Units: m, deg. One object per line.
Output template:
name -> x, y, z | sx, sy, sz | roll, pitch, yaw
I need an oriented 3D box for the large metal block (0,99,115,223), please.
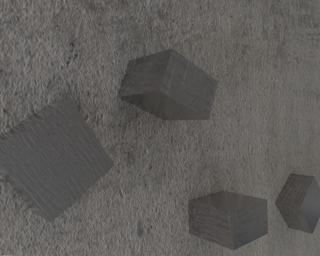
large metal block -> -0.106, 0.029, 0.300 | 0.080, 0.050, 0.080 | -43, 116, -31

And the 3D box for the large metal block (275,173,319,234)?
large metal block -> 0.286, 0.151, 0.628 | 0.080, 0.050, 0.080 | -49, 119, -29

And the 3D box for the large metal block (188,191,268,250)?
large metal block -> 0.099, 0.130, 0.452 | 0.081, 0.080, 0.050 | -4, 93, -40

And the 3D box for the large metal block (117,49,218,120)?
large metal block -> 0.009, -0.047, 0.376 | 0.080, 0.080, 0.050 | 26, 74, -37
